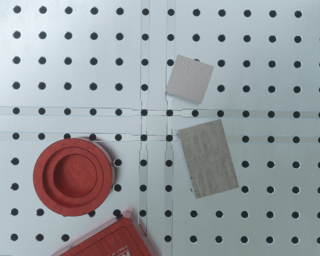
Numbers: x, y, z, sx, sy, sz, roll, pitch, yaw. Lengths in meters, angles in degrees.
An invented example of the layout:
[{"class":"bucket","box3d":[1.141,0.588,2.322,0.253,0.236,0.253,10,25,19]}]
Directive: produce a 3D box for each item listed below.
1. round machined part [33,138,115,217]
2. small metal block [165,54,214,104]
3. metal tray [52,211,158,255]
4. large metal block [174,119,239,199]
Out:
[{"class":"round machined part","box3d":[-0.108,0.061,0.404,0.099,0.042,0.097,0,90,0]},{"class":"small metal block","box3d":[0.039,-0.064,0.414,0.050,0.025,0.050,19,90,0]},{"class":"metal tray","box3d":[-0.075,0.183,0.410,0.130,0.030,0.090,-31,90,0]},{"class":"large metal block","box3d":[0.054,0.034,0.386,0.050,0.080,0.080,-15,90,0]}]
